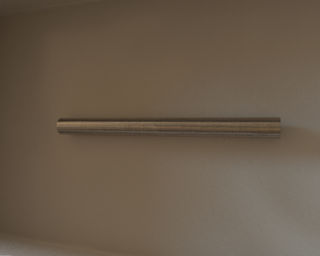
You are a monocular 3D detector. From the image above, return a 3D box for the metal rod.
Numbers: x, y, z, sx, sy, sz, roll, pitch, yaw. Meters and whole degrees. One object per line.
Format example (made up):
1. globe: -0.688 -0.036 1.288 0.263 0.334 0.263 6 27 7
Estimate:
1. metal rod: -0.003 -0.001 0.408 0.301 0.025 0.025 1 90 19
